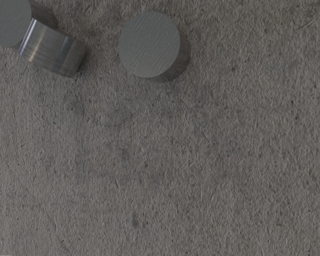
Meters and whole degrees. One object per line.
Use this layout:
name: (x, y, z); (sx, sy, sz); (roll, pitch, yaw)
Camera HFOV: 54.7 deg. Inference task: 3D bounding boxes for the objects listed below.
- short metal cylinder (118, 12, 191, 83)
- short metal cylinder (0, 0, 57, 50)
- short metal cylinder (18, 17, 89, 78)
short metal cylinder: (-0.006, -0.101, 0.398); (0.080, 0.050, 0.080); (0, 90, 20)
short metal cylinder: (-0.205, -0.155, 0.466); (0.080, 0.050, 0.080); (-1, 88, 22)
short metal cylinder: (-0.147, -0.111, 0.432); (0.080, 0.080, 0.050); (32, 101, 17)
